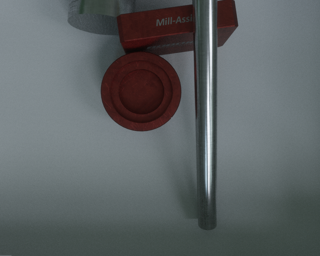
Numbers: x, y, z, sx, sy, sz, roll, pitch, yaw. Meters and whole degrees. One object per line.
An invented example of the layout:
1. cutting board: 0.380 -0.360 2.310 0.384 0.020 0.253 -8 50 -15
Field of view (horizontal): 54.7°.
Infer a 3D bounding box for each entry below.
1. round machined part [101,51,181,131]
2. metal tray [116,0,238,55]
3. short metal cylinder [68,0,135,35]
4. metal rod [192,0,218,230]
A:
1. round machined part: -0.023 -0.046 0.399 0.099 0.042 0.097 0 97 -2
2. metal tray: 0.019 -0.117 0.379 0.131 0.090 0.030 -8 90 -1
3. short metal cylinder: -0.071 -0.152 0.383 0.081 0.080 0.050 3 90 -1
4. metal rod: 0.054 -0.009 0.358 0.025 0.025 0.298 -4 112 0
